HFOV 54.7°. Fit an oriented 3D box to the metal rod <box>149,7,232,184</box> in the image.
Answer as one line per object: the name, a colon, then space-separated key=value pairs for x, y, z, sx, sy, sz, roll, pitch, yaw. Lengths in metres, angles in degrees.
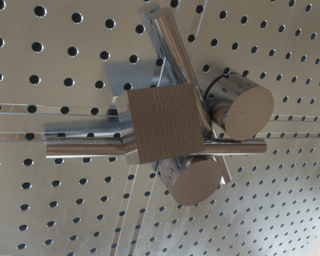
metal rod: x=0.054 y=-0.020 z=0.425 sx=0.025 sy=0.025 sz=0.299 roll=-33 pitch=129 yaw=-7

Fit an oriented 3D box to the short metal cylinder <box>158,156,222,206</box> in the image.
short metal cylinder: x=0.043 y=0.067 z=0.456 sx=0.081 sy=0.050 sz=0.079 roll=-14 pitch=124 yaw=-21

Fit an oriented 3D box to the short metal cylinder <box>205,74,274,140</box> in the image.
short metal cylinder: x=0.110 y=-0.030 z=0.433 sx=0.081 sy=0.050 sz=0.079 roll=-14 pitch=124 yaw=-21

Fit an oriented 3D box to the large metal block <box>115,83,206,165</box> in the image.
large metal block: x=-0.001 y=-0.004 z=0.364 sx=0.081 sy=0.050 sz=0.080 roll=-10 pitch=88 yaw=-23

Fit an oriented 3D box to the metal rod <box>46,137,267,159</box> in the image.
metal rod: x=0.011 y=0.025 z=0.407 sx=0.303 sy=0.025 sz=0.025 roll=1 pitch=118 yaw=-22
